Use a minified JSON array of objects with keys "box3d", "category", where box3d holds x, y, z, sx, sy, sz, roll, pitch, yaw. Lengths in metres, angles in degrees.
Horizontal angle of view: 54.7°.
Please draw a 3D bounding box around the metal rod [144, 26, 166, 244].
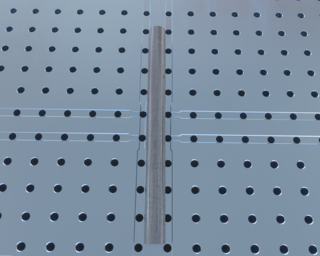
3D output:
[{"box3d":[-0.005,-0.005,0.413,0.025,0.025,0.299,0,70,0],"category":"metal rod"}]
